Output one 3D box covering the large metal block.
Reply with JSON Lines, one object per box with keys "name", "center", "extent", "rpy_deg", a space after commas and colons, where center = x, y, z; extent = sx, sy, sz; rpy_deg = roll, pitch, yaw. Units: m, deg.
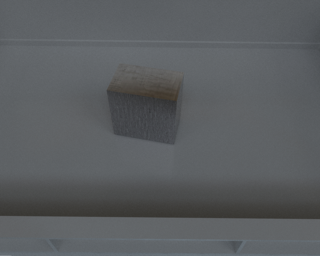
{"name": "large metal block", "center": [-0.016, -0.029, 0.391], "extent": [0.080, 0.080, 0.050], "rpy_deg": [9, 51, 7]}
